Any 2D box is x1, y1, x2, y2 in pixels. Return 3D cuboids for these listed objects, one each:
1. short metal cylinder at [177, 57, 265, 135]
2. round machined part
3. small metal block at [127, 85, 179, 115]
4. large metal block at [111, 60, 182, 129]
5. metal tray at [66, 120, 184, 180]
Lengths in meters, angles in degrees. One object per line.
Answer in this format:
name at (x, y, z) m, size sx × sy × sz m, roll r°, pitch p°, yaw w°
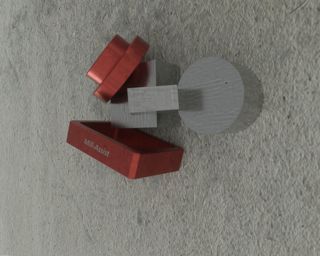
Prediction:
short metal cylinder at (0.065, -0.033, 0.338) m, size 0.080 × 0.050 × 0.080 m, roll 0°, pitch 90°, yaw 40°
round machined part at (-0.060, -0.084, 0.408) m, size 0.042 × 0.098 × 0.098 m, roll 37°, pitch 122°, yaw -15°
small metal block at (-0.007, -0.029, 0.337) m, size 0.050 × 0.050 × 0.025 m, roll -5°, pitch 89°, yaw -2°
large metal block at (-0.019, -0.040, 0.407) m, size 0.080 × 0.050 × 0.080 m, roll -2°, pitch 89°, yaw 40°
metal tray at (-0.046, 0.022, 0.402) m, size 0.130 × 0.091 × 0.030 m, roll 22°, pitch 104°, yaw 38°
